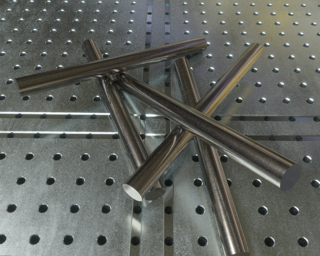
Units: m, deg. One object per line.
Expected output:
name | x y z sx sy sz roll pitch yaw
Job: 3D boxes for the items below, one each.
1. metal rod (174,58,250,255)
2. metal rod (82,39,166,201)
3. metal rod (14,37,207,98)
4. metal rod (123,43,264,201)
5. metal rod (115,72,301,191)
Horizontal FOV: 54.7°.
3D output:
metal rod | 0.055 0.012 0.398 0.025 0.025 0.300 -6 50 -5
metal rod | -0.062 -0.033 0.433 0.025 0.025 0.300 -17 52 -14
metal rod | -0.053 -0.097 0.460 0.302 0.025 0.025 -20 53 -27
metal rod | 0.060 -0.027 0.397 0.025 0.025 0.301 29 55 22
metal rod | 0.023 -0.017 0.357 0.025 0.025 0.300 -28 36 -22
